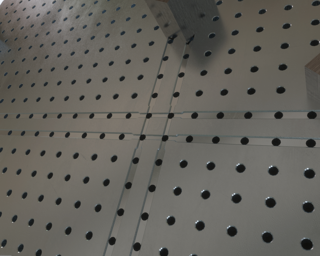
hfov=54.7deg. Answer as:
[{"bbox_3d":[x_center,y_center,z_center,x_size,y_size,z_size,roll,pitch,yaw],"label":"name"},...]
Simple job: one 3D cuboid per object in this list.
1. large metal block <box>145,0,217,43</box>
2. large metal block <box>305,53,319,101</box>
[{"bbox_3d":[0.033,-0.192,0.472,0.050,0.080,0.080,31,79,37],"label":"large metal block"},{"bbox_3d":[0.211,-0.055,0.315,0.080,0.050,0.080,-40,51,0],"label":"large metal block"}]
